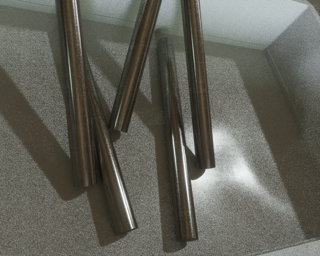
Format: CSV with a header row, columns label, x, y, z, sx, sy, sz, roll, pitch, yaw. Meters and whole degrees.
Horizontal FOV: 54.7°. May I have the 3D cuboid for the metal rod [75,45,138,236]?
label,x,y,z,sx,sy,sz,roll,pitch,yaw
metal rod,-0.083,-0.024,0.375,0.025,0.025,0.299,-7,65,-31

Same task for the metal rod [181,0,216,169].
label,x,y,z,sx,sy,sz,roll,pitch,yaw
metal rod,0.046,-0.096,0.408,0.025,0.025,0.298,-6,91,-31

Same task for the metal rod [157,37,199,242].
label,x,y,z,sx,sy,sz,roll,pitch,yaw
metal rod,0.019,-0.005,0.418,0.025,0.025,0.299,9,58,-24

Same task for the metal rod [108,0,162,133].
label,x,y,z,sx,sy,sz,roll,pitch,yaw
metal rod,-0.015,-0.142,0.387,0.025,0.025,0.298,16,87,-20

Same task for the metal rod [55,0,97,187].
label,x,y,z,sx,sy,sz,roll,pitch,yaw
metal rod,-0.094,-0.088,0.330,0.025,0.025,0.298,-5,89,-31
